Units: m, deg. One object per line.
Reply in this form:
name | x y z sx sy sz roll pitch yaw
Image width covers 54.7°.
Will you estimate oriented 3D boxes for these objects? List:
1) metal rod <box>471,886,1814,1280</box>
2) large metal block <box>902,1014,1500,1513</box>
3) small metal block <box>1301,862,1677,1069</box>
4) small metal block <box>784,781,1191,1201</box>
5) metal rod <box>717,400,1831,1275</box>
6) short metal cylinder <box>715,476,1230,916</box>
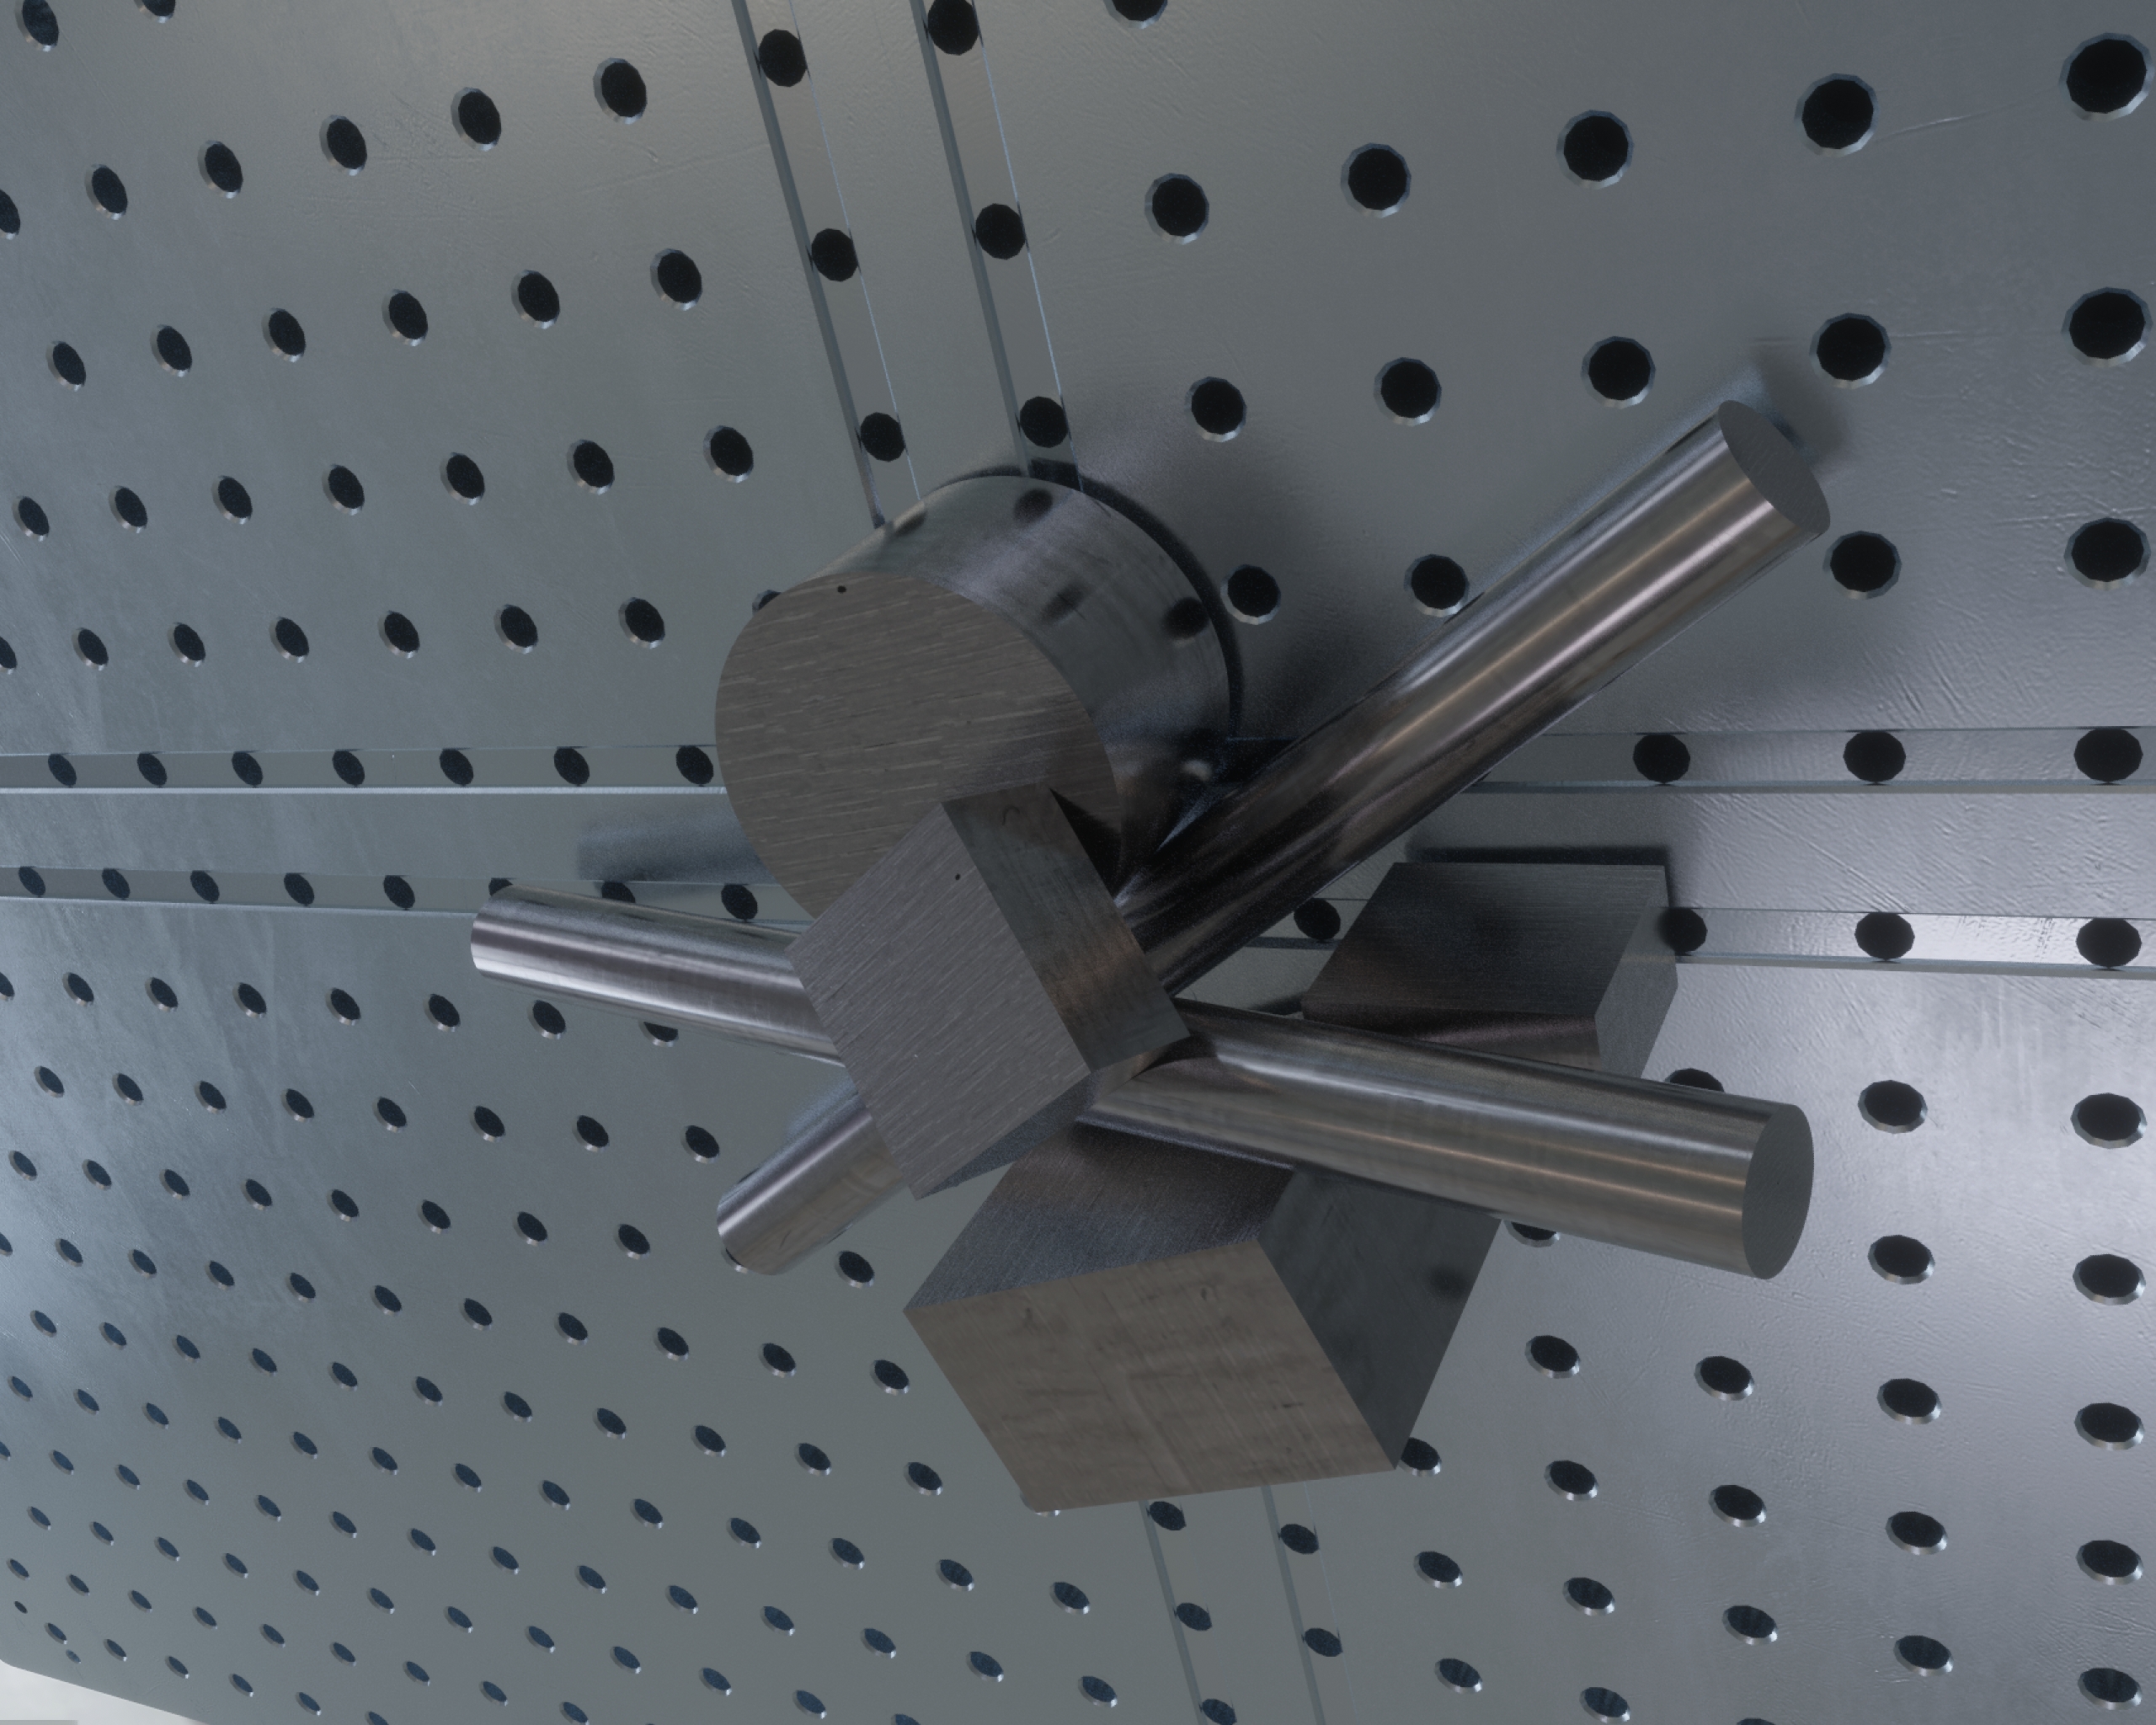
metal rod | -0.016 0.032 0.389 0.300 0.025 0.025 7 123 40
large metal block | 0.027 0.074 0.401 0.080 0.080 0.050 -19 108 35
small metal block | 0.073 0.023 0.366 0.050 0.050 0.025 1 119 29
small metal block | -0.017 0.022 0.353 0.050 0.025 0.050 -41 73 39
metal rod | 0.015 0.014 0.408 0.025 0.025 0.299 47 129 -5
short metal cylinder | -0.019 -0.025 0.385 0.080 0.050 0.079 13 123 21
